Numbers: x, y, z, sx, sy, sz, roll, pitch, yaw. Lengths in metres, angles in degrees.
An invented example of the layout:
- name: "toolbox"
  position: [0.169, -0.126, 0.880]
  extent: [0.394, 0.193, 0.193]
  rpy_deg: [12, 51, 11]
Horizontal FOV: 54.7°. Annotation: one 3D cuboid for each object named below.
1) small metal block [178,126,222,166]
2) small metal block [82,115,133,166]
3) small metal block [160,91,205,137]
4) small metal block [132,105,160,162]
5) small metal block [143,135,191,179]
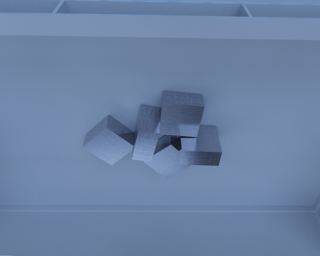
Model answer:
- name: "small metal block"
  position: [0.051, 0.022, 0.410]
  extent: [0.050, 0.050, 0.025]
  rpy_deg: [2, 130, -3]
- name: "small metal block"
  position: [-0.068, 0.018, 0.421]
  extent: [0.050, 0.025, 0.050]
  rpy_deg: [-37, 122, 27]
- name: "small metal block"
  position: [0.025, -0.017, 0.393]
  extent: [0.050, 0.025, 0.050]
  rpy_deg: [5, 130, -5]
- name: "small metal block"
  position: [-0.018, 0.007, 0.395]
  extent: [0.025, 0.050, 0.050]
  rpy_deg: [10, 129, -9]
- name: "small metal block"
  position: [0.012, 0.040, 0.441]
  extent: [0.050, 0.025, 0.050]
  rpy_deg: [-33, 123, 24]
